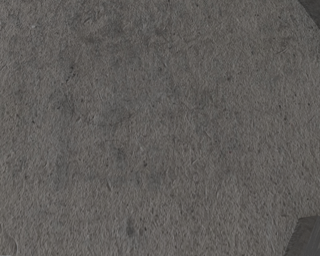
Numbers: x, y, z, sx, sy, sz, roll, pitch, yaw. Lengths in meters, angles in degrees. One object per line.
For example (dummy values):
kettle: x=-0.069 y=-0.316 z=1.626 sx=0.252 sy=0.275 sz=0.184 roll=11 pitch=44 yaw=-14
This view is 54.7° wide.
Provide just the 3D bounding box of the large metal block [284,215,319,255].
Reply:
large metal block: x=0.186 y=0.154 z=0.340 sx=0.080 sy=0.050 sz=0.080 roll=28 pitch=72 yaw=10

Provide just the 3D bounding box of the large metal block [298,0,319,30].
large metal block: x=0.273 y=-0.198 z=0.469 sx=0.080 sy=0.050 sz=0.080 roll=-21 pitch=72 yaw=-8
